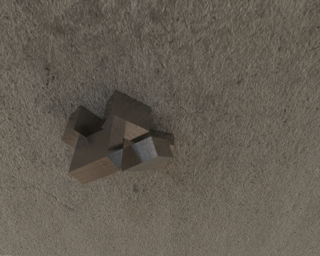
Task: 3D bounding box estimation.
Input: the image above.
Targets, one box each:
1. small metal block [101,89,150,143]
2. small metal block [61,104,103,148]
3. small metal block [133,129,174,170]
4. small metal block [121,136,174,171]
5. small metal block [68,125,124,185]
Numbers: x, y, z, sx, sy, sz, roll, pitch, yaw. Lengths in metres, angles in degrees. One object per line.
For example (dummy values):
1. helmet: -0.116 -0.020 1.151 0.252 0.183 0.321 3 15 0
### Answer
1. small metal block: -0.040 -0.014 0.380 0.050 0.050 0.025 26 125 -21
2. small metal block: -0.092 0.006 0.396 0.025 0.050 0.050 -37 121 27
3. small metal block: -0.012 0.029 0.433 0.050 0.025 0.050 12 129 -11
4. small metal block: -0.018 0.034 0.388 0.050 0.025 0.050 -25 164 19
5. small metal block: -0.071 0.031 0.352 0.050 0.050 0.025 -23 127 18
